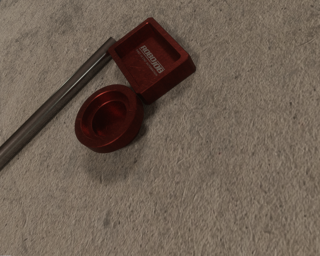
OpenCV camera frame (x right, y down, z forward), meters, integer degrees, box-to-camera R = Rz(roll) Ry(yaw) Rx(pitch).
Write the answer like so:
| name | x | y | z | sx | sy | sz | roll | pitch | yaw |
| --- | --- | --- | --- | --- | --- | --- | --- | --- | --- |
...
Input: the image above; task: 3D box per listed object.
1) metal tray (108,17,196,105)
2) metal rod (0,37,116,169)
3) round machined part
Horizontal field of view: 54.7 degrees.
| name | x | y | z | sx | sy | sz | roll | pitch | yaw |
| --- | --- | --- | --- | --- | --- | --- | --- | --- | --- |
| metal tray | -0.017 | -0.106 | 0.472 | 0.090 | 0.030 | 0.130 | -36 | 51 | 3 |
| metal rod | -0.179 | -0.039 | 0.518 | 0.300 | 0.025 | 0.025 | -46 | 52 | -5 |
| round machined part | -0.065 | -0.009 | 0.431 | 0.098 | 0.042 | 0.098 | -13 | 57 | 21 |
